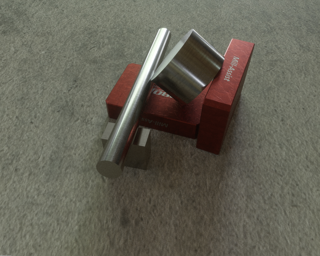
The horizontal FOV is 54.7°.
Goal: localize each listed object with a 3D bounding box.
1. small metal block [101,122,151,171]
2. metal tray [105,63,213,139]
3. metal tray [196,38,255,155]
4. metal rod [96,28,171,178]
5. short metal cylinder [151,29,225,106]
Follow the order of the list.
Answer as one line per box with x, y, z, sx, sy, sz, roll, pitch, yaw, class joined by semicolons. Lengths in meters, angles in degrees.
-0.038;0.023;0.369;0.050;0.050;0.025;10;51;8;small metal block
0.002;-0.041;0.435;0.131;0.030;0.090;14;51;11;metal tray
0.085;-0.042;0.399;0.030;0.089;0.130;18;52;14;metal tray
-0.021;-0.057;0.402;0.025;0.025;0.300;8;41;6;metal rod
0.033;-0.075;0.384;0.050;0.080;0.080;38;53;-12;short metal cylinder
